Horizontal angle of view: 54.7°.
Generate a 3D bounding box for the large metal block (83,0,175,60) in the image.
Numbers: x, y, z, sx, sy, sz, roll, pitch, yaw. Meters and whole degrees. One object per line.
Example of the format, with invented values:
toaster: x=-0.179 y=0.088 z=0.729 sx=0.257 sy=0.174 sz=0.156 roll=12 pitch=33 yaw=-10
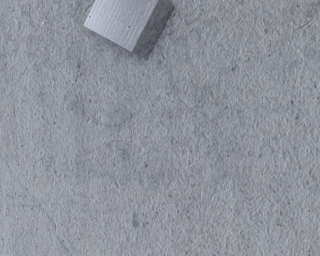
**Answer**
large metal block: x=-0.040 y=-0.148 z=0.410 sx=0.080 sy=0.050 sz=0.080 roll=32 pitch=100 yaw=17
